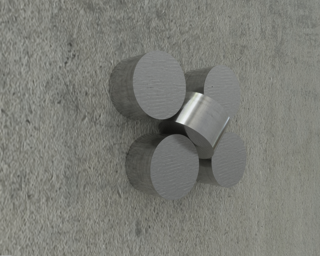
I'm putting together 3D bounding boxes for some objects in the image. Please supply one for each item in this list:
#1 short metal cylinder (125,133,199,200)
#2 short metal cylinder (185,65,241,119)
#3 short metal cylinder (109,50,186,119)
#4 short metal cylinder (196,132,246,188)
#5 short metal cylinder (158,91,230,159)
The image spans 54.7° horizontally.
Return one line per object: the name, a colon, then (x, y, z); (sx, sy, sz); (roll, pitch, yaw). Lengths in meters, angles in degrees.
short metal cylinder: (0.004, 0.047, 0.394); (0.081, 0.050, 0.079); (0, 90, -40)
short metal cylinder: (0.072, -0.048, 0.450); (0.081, 0.050, 0.079); (0, 90, -40)
short metal cylinder: (-0.015, -0.050, 0.378); (0.081, 0.050, 0.079); (0, 90, -40)
short metal cylinder: (0.084, 0.045, 0.462); (0.081, 0.050, 0.079); (0, 90, -40)
short metal cylinder: (0.045, -0.003, 0.411); (0.080, 0.080, 0.050); (47, 62, -30)
